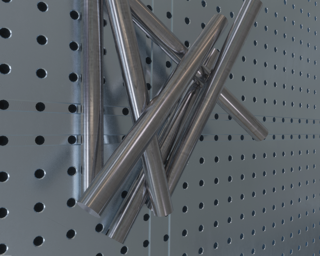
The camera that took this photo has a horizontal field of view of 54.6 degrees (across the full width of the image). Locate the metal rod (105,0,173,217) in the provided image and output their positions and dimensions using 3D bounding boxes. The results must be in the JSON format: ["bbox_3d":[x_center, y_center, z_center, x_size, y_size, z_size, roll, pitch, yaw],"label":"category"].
[{"bbox_3d":[-0.026,-0.042,0.352,0.025,0.025,0.298,-20,103,-38],"label":"metal rod"}]

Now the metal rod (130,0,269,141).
[{"bbox_3d":[0.050,-0.077,0.420,0.301,0.025,0.025,40,66,-23],"label":"metal rod"}]

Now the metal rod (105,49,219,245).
[{"bbox_3d":[0.013,0.008,0.418,0.025,0.025,0.300,43,64,-32],"label":"metal rod"}]

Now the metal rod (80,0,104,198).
[{"bbox_3d":[-0.075,-0.067,0.344,0.025,0.025,0.298,0,90,-40],"label":"metal rod"}]

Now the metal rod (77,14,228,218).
[{"bbox_3d":[0.009,-0.036,0.350,0.025,0.025,0.301,51,56,-28],"label":"metal rod"}]

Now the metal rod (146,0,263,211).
[{"bbox_3d":[0.058,-0.029,0.404,0.025,0.025,0.299,26,90,-37],"label":"metal rod"}]
